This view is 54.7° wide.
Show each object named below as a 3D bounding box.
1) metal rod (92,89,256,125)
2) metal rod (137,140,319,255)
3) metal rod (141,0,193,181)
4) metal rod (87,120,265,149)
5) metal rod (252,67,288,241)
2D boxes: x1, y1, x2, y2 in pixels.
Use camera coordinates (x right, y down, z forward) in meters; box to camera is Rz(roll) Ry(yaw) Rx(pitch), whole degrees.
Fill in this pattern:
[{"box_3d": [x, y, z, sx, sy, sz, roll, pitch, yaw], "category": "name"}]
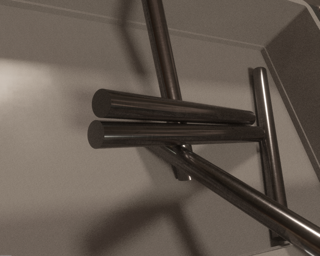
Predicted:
[{"box_3d": [0.046, -0.018, 0.378, 0.302, 0.025, 0.025, 2, 59, -51], "category": "metal rod"}, {"box_3d": [0.083, 0.068, 0.304, 0.025, 0.025, 0.300, -25, 40, -37], "category": "metal rod"}, {"box_3d": [0.005, -0.083, 0.384, 0.025, 0.025, 0.298, -13, 93, -34], "category": "metal rod"}, {"box_3d": [0.048, 0.008, 0.376, 0.302, 0.025, 0.025, 1, 60, -47], "category": "metal rod"}, {"box_3d": [0.172, 0.021, 0.487, 0.025, 0.025, 0.300, 18, 55, -18], "category": "metal rod"}]
